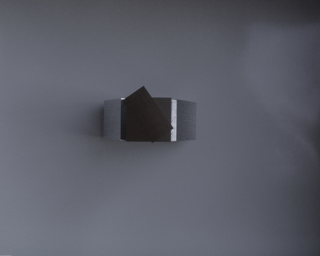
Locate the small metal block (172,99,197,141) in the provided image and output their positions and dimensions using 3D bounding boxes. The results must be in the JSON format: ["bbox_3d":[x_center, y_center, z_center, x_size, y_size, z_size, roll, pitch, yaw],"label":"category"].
[{"bbox_3d":[0.023,-0.009,0.395,0.025,0.050,0.050,1,90,34],"label":"small metal block"}]

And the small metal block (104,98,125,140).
[{"bbox_3d":[-0.050,-0.011,0.394,0.025,0.050,0.050,1,90,-34],"label":"small metal block"}]

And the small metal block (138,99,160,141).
[{"bbox_3d":[-0.013,-0.009,0.397,0.025,0.050,0.050,1,90,0],"label":"small metal block"}]

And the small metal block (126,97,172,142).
[{"bbox_3d":[-0.013,-0.009,0.359,0.050,0.025,0.050,1,90,0],"label":"small metal block"}]

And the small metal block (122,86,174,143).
[{"bbox_3d":[-0.011,-0.013,0.321,0.025,0.050,0.050,-35,90,1],"label":"small metal block"}]
